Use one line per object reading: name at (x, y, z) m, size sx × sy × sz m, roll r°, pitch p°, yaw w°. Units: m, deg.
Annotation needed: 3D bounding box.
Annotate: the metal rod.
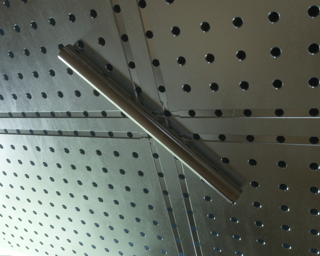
metal rod at (-0.013, -0.006, 0.415) m, size 0.300 × 0.025 × 0.025 m, roll 40°, pitch 129°, yaw 0°
